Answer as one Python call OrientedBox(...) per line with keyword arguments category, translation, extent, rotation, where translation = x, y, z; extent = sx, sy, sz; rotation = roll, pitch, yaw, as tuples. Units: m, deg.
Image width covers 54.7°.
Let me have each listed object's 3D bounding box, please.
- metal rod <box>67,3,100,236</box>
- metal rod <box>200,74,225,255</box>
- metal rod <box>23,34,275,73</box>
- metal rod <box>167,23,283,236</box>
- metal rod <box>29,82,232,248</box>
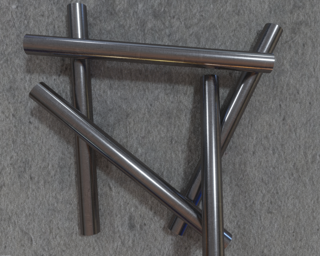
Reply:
OrientedBox(category="metal rod", translation=(-0.101, -0.011, 0.408), extent=(0.025, 0.025, 0.298), rotation=(-3, 90, -1))
OrientedBox(category="metal rod", translation=(0.062, 0.077, 0.371), extent=(0.025, 0.025, 0.299), rotation=(1, 74, -1))
OrientedBox(category="metal rod", translation=(-0.013, -0.092, 0.383), extent=(0.302, 0.025, 0.025), rotation=(4, 90, -1))
OrientedBox(category="metal rod", translation=(0.086, 0.002, 0.411), extent=(0.025, 0.025, 0.299), rotation=(26, 90, -1))
OrientedBox(category="metal rod", translation=(-0.035, 0.047, 0.383), extent=(0.300, 0.025, 0.025), rotation=(39, 90, -1))
